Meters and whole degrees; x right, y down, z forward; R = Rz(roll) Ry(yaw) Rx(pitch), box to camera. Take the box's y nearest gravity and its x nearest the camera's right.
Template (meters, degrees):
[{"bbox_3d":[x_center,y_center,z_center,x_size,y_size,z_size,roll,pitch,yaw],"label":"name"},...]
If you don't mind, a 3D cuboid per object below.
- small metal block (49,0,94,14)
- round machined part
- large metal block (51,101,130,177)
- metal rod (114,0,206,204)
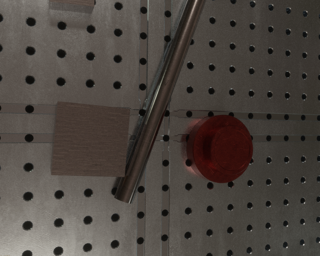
[{"bbox_3d":[-0.107,-0.170,0.373,0.050,0.025,0.050,-1,91,-21],"label":"small metal block"},{"bbox_3d":[0.091,0.030,0.439,0.099,0.042,0.097,0,90,-21],"label":"round machined part"},{"bbox_3d":[-0.084,0.014,0.369,0.081,0.050,0.080,5,88,-20],"label":"large metal block"},{"bbox_3d":[0.004,-0.047,0.414,0.025,0.025,0.299,22,82,-19],"label":"metal rod"}]
